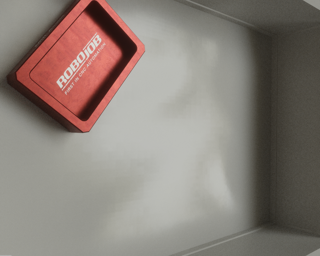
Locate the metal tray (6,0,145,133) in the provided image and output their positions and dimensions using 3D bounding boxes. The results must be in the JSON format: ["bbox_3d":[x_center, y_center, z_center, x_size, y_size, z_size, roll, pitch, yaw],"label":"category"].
[{"bbox_3d":[-0.082,-0.070,0.333,0.090,0.030,0.130,45,63,-31],"label":"metal tray"}]
